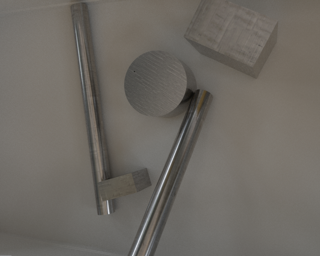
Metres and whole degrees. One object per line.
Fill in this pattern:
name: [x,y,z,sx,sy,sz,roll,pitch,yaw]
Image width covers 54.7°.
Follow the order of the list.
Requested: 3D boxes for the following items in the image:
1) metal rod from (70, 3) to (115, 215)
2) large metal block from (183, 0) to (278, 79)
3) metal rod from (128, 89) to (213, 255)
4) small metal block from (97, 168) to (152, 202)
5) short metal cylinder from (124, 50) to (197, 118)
metal rod: [-0.096,-0.028,0.443,0.025,0.025,0.298,-9,87,19]
large metal block: [0.083,-0.101,0.352,0.080,0.080,0.050,29,100,17]
metal rod: [0.000,0.086,0.337,0.025,0.025,0.300,16,67,19]
small metal block: [-0.046,0.075,0.412,0.050,0.050,0.025,-18,84,19]
short metal cylinder: [0.002,-0.054,0.396,0.080,0.050,0.079,0,90,19]
